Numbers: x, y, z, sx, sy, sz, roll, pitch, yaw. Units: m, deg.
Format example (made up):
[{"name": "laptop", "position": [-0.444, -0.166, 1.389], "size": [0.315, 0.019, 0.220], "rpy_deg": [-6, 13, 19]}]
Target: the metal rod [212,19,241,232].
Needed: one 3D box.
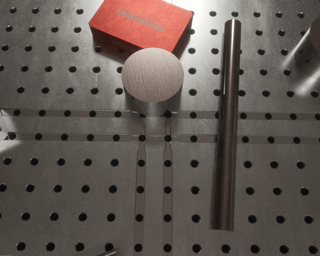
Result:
[{"name": "metal rod", "position": [0.093, -0.017, 0.419], "size": [0.025, 0.025, 0.299], "rpy_deg": [7, 70, 2]}]

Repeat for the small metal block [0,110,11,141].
[{"name": "small metal block", "position": [-0.236, -0.002, 0.410], "size": [0.050, 0.025, 0.050], "rpy_deg": [-27, 73, -10]}]

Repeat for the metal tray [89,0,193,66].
[{"name": "metal tray", "position": [-0.027, -0.154, 0.465], "size": [0.130, 0.030, 0.090], "rpy_deg": [25, 72, 8]}]

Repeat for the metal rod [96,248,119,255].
[{"name": "metal rod", "position": [-0.189, 0.198, 0.336], "size": [0.302, 0.025, 0.025], "rpy_deg": [-18, 71, -7]}]

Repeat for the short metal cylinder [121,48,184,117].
[{"name": "short metal cylinder", "position": [-0.009, -0.061, 0.421], "size": [0.081, 0.050, 0.080], "rpy_deg": [0, 70, 0]}]

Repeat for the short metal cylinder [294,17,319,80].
[{"name": "short metal cylinder", "position": [0.243, -0.115, 0.443], "size": [0.081, 0.050, 0.080], "rpy_deg": [0, 70, 0]}]
